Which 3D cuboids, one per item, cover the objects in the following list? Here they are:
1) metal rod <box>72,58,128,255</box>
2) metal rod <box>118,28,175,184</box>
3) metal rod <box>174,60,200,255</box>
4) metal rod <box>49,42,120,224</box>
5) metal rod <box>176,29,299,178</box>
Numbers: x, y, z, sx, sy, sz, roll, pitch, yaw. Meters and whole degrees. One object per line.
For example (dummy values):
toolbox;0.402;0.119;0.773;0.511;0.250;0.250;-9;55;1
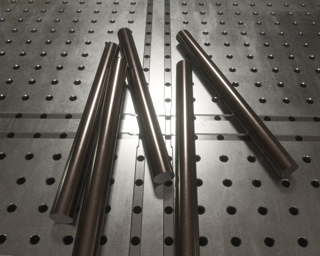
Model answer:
metal rod;-0.068;0.022;0.380;0.025;0.025;0.300;2;52;1
metal rod;-0.029;-0.054;0.452;0.025;0.025;0.300;-10;51;-9
metal rod;0.032;0.017;0.393;0.025;0.025;0.300;2;50;1
metal rod;-0.092;-0.019;0.422;0.025;0.025;0.300;4;50;3
metal rod;0.096;-0.055;0.455;0.025;0.025;0.300;-17;52;-14
